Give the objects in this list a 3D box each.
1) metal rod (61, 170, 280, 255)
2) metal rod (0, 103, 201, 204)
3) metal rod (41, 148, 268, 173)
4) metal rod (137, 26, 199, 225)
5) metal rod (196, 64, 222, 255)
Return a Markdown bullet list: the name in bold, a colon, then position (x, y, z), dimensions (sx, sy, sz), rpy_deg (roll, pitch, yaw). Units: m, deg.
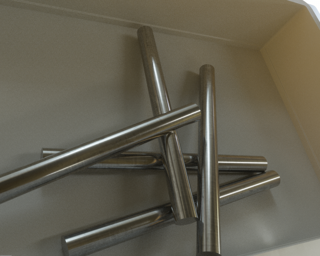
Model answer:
- **metal rod**: position (0.038, 0.093, 0.369), dimensions (0.303, 0.025, 0.025), rpy_deg (-9, 66, -32)
- **metal rod**: position (-0.078, 0.028, 0.313), dimensions (0.302, 0.025, 0.025), rpy_deg (-22, 74, -31)
- **metal rod**: position (0.013, 0.043, 0.386), dimensions (0.303, 0.025, 0.025), rpy_deg (4, 60, -26)
- **metal rod**: position (0.002, -0.026, 0.400), dimensions (0.025, 0.025, 0.299), rpy_deg (6, 53, -25)
- **metal rod**: position (0.062, 0.016, 0.404), dimensions (0.025, 0.025, 0.300), rpy_deg (22, 46, -15)
